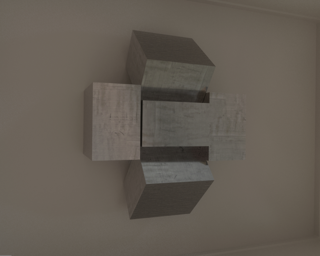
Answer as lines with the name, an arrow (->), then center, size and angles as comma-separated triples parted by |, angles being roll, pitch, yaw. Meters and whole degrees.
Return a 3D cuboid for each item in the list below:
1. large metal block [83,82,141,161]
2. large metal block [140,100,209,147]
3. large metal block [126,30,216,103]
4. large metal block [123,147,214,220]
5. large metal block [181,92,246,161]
large metal block -> -0.058, -0.007, 0.359 | 0.050, 0.080, 0.080 | 1, 90, -20
large metal block -> 0.005, -0.005, 0.382 | 0.081, 0.080, 0.050 | 1, 90, -20
large metal block -> 0.009, -0.075, 0.376 | 0.081, 0.080, 0.050 | 2, 127, -20
large metal block -> 0.007, 0.066, 0.375 | 0.081, 0.079, 0.050 | 1, 48, -21
large metal block -> 0.067, -0.002, 0.405 | 0.050, 0.080, 0.080 | 1, 90, -20
